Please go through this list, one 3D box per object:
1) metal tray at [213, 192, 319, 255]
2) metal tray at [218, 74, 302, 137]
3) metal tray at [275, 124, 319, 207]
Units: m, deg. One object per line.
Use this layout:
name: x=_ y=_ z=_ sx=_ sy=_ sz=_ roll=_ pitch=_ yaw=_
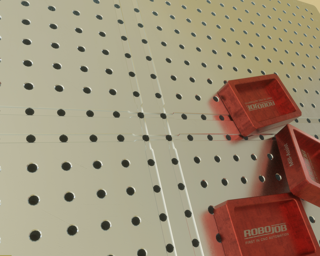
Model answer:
metal tray: x=0.140 y=0.135 z=0.399 sx=0.131 sy=0.030 sz=0.090 roll=1 pitch=61 yaw=-28
metal tray: x=0.171 y=-0.042 z=0.525 sx=0.131 sy=0.030 sz=0.090 roll=-13 pitch=69 yaw=-34
metal tray: x=0.233 y=0.059 z=0.475 sx=0.090 sy=0.030 sz=0.130 roll=26 pitch=37 yaw=-12
